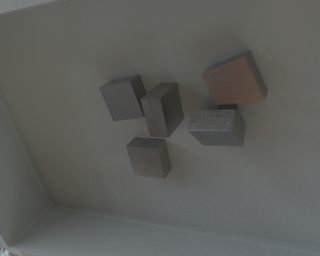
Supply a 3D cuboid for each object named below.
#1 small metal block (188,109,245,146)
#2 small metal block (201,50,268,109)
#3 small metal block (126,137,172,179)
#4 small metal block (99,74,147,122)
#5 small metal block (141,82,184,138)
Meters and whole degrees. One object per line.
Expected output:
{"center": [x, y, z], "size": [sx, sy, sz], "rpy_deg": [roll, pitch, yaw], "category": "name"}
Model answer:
{"center": [0.067, 0.001, 0.357], "size": [0.050, 0.025, 0.050], "rpy_deg": [-1, 158, 28], "category": "small metal block"}
{"center": [0.081, -0.049, 0.335], "size": [0.050, 0.025, 0.050], "rpy_deg": [-18, 109, 35], "category": "small metal block"}
{"center": [-0.015, 0.042, 0.443], "size": [0.050, 0.025, 0.050], "rpy_deg": [2, 119, 27], "category": "small metal block"}
{"center": [-0.045, -0.039, 0.408], "size": [0.050, 0.025, 0.050], "rpy_deg": [-7, 115, 31], "category": "small metal block"}
{"center": [0.005, -0.023, 0.376], "size": [0.025, 0.050, 0.050], "rpy_deg": [1, 119, 28], "category": "small metal block"}
